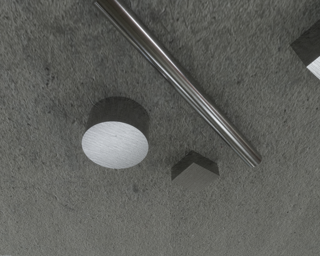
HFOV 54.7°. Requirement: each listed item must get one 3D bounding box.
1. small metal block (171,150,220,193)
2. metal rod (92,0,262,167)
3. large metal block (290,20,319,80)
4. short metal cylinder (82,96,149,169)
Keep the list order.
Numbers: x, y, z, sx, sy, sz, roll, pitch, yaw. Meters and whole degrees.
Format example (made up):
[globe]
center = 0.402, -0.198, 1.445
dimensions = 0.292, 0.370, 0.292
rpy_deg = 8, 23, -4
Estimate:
[small metal block]
center = 0.052, 0.066, 0.465
dimensions = 0.050, 0.025, 0.050
rpy_deg = 29, 124, -23
[metal rod]
center = 0.040, -0.041, 0.372
dimensions = 0.025, 0.025, 0.300
rpy_deg = -33, 124, 24
[large metal block]
center = 0.202, -0.082, 0.324
dimensions = 0.080, 0.050, 0.080
rpy_deg = 31, 123, -24
[short metal cylinder]
center = -0.054, 0.007, 0.396
dimensions = 0.081, 0.050, 0.079
rpy_deg = 0, 130, 0
